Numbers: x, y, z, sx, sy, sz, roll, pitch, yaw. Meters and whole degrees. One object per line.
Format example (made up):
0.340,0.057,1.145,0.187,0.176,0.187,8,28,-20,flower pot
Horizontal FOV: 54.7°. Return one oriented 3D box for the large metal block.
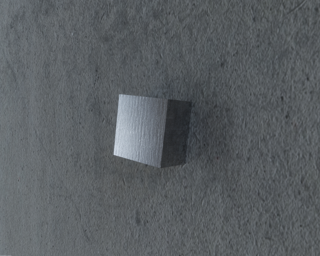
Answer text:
-0.010,0.001,0.396,0.080,0.050,0.079,10,97,39,large metal block
